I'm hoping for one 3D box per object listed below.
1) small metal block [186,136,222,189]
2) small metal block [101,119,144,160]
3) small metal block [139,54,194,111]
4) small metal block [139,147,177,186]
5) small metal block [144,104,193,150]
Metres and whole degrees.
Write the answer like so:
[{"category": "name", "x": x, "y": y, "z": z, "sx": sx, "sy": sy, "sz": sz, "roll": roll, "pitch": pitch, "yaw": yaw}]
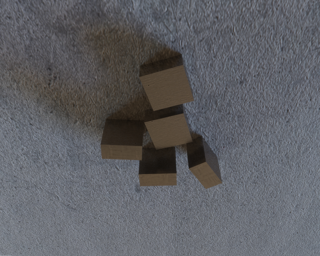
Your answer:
[{"category": "small metal block", "x": 0.061, "y": 0.048, "z": 0.432, "sx": 0.025, "sy": 0.050, "sz": 0.050, "roll": -26, "pitch": 126, "yaw": 20}, {"category": "small metal block", "x": -0.047, "y": 0.014, "z": 0.402, "sx": 0.050, "sy": 0.050, "sz": 0.025, "roll": 3, "pitch": 130, "yaw": -2}, {"category": "small metal block", "x": 0.009, "y": -0.052, "z": 0.363, "sx": 0.050, "sy": 0.025, "sz": 0.050, "roll": -14, "pitch": 129, "yaw": 11}, {"category": "small metal block", "x": -0.003, "y": 0.054, "z": 0.437, "sx": 0.050, "sy": 0.050, "sz": 0.025, "roll": -2, "pitch": 130, "yaw": 1}, {"category": "small metal block", "x": 0.012, "y": -0.002, "z": 0.405, "sx": 0.050, "sy": 0.025, "sz": 0.050, "roll": -13, "pitch": 129, "yaw": 10}]
